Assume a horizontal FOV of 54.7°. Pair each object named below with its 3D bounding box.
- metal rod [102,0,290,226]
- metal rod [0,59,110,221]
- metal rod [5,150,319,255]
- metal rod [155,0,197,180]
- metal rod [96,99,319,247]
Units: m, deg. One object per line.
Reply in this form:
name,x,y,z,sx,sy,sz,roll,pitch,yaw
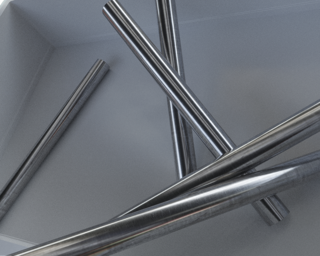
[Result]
metal rod,0.027,-0.029,0.335,0.025,0.025,0.299,-37,75,3
metal rod,-0.172,0.015,0.484,0.025,0.025,0.300,22,73,36
metal rod,0.026,0.068,0.259,0.302,0.025,0.025,-15,50,-17
metal rod,0.014,-0.087,0.372,0.025,0.025,0.298,-10,82,23
metal rod,0.069,0.033,0.288,0.300,0.025,0.025,-31,52,8
